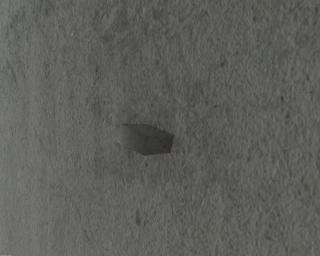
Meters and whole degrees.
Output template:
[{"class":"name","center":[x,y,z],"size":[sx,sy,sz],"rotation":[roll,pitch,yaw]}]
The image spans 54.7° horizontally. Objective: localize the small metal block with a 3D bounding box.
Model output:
[{"class":"small metal block","center":[-0.018,0.014,0.402],"size":[0.050,0.050,0.025],"rotation":[22,104,37]}]
